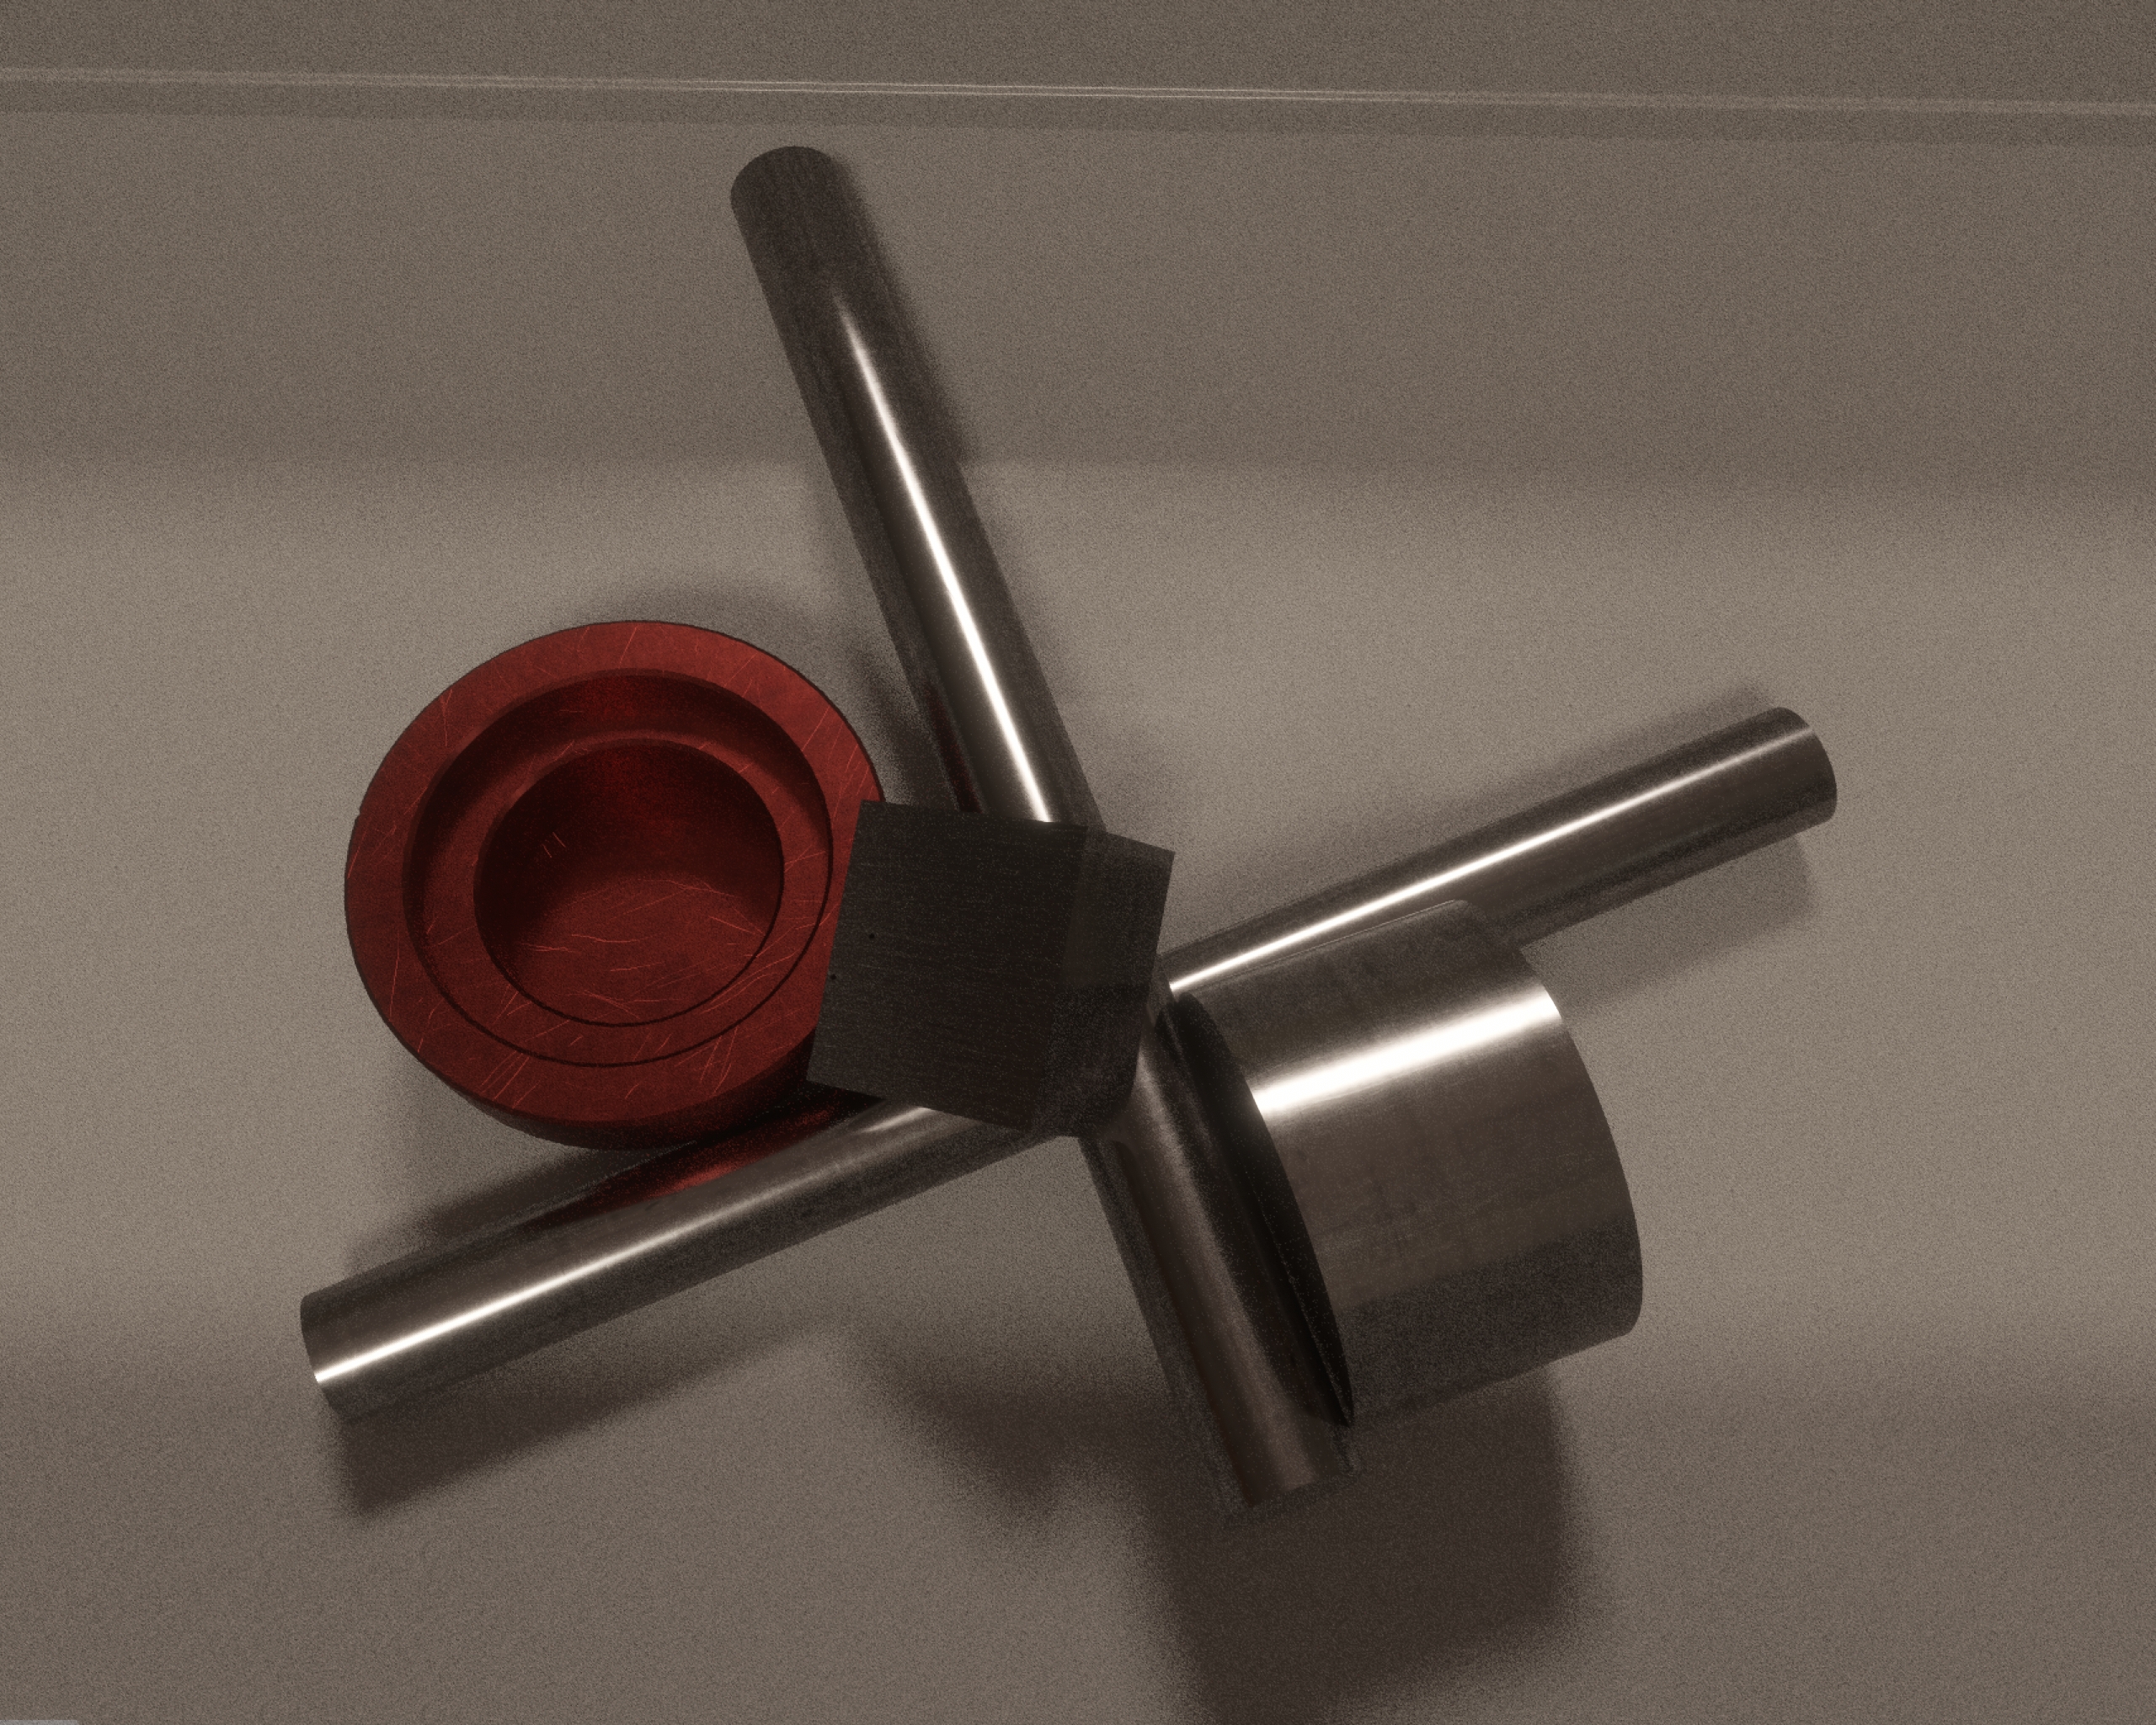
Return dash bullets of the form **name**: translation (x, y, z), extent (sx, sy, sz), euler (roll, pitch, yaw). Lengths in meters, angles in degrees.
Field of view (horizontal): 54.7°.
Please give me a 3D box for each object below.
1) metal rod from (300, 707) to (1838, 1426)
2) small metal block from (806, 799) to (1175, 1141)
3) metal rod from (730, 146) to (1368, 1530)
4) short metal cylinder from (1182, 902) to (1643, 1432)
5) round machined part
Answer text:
- **metal rod**: translation (0.005, 0.035, 0.395), extent (0.302, 0.025, 0.025), euler (-21, 72, -8)
- **small metal block**: translation (-0.015, 0.018, 0.358), extent (0.050, 0.025, 0.050), euler (8, 85, 37)
- **metal rod**: translation (-0.015, -0.024, 0.398), extent (0.025, 0.025, 0.299), euler (-18, 64, -7)
- **short metal cylinder**: translation (0.055, 0.052, 0.361), extent (0.050, 0.080, 0.080), euler (-19, 71, -7)
- **round machined part**: translation (-0.083, 0.007, 0.396), extent (0.099, 0.042, 0.098), euler (0, 70, -1)
